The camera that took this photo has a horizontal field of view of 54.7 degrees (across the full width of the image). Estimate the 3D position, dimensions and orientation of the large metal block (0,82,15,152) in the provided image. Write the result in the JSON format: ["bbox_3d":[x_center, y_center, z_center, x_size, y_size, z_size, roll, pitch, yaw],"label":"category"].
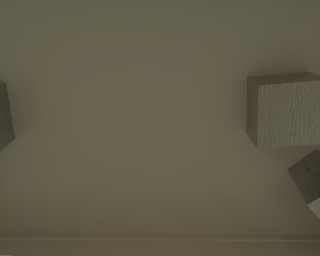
[{"bbox_3d":[-0.225,-0.008,0.377,0.050,0.080,0.079,1,110,0],"label":"large metal block"}]

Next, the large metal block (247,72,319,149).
[{"bbox_3d":[0.157,-0.023,0.391,0.080,0.050,0.079,-5,110,1],"label":"large metal block"}]

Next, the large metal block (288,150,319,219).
[{"bbox_3d":[0.227,0.089,0.414,0.050,0.080,0.080,-40,106,20],"label":"large metal block"}]
